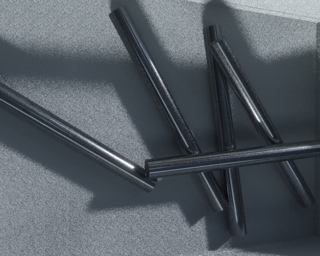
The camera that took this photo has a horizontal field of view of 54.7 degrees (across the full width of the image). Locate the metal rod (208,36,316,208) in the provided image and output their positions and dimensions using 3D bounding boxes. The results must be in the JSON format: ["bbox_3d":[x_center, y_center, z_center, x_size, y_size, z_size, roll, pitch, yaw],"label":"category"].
[{"bbox_3d":[0.155,0.003,0.452,0.025,0.025,0.299,-40,109,-15],"label":"metal rod"}]

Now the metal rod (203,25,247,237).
[{"bbox_3d":[0.094,0.006,0.444,0.025,0.025,0.298,-9,93,-20],"label":"metal rod"}]

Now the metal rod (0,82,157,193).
[{"bbox_3d":[-0.131,-0.006,0.362,0.301,0.025,0.025,34,79,-17],"label":"metal rod"}]

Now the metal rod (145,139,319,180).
[{"bbox_3d":[0.129,0.038,0.423,0.302,0.025,0.025,-5,92,-15],"label":"metal rod"}]

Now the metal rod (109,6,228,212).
[{"bbox_3d":[0.016,-0.018,0.416,0.025,0.025,0.299,-31,100,-17],"label":"metal rod"}]
